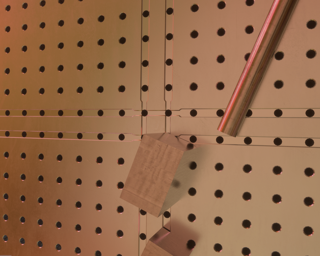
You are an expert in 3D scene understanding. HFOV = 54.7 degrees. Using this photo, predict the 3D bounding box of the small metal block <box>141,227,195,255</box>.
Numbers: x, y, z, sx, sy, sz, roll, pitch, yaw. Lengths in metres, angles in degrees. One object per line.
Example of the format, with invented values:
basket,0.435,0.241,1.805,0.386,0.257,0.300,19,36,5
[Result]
small metal block,0.011,0.158,0.395,0.050,0.050,0.025,27,99,17

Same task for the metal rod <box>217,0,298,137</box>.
metal rod,0.139,-0.130,0.363,0.025,0.025,0.298,25,98,18

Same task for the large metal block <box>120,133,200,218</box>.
large metal block,0.003,0.053,0.382,0.050,0.080,0.080,23,98,18
